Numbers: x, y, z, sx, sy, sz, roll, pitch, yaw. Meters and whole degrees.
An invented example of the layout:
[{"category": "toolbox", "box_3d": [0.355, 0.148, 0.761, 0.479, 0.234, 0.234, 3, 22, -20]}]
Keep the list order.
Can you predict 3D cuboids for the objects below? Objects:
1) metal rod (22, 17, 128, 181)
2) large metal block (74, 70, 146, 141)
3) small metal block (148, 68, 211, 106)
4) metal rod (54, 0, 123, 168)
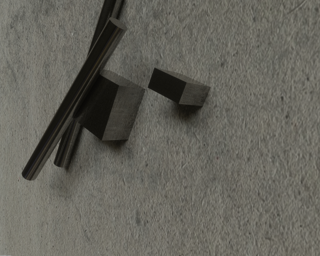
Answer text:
[{"category": "metal rod", "box_3d": [-0.134, -0.025, 0.447, 0.298, 0.025, 0.025, -51, 61, 28]}, {"category": "large metal block", "box_3d": [-0.078, -0.036, 0.450, 0.080, 0.050, 0.079, 32, 110, 35]}, {"category": "small metal block", "box_3d": [0.023, -0.048, 0.368, 0.050, 0.050, 0.025, 32, 110, 35]}, {"category": "metal rod", "box_3d": [-0.120, -0.068, 0.500, 0.025, 0.025, 0.298, 35, 111, 34]}]
